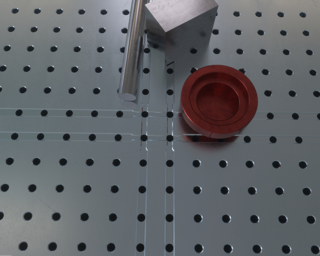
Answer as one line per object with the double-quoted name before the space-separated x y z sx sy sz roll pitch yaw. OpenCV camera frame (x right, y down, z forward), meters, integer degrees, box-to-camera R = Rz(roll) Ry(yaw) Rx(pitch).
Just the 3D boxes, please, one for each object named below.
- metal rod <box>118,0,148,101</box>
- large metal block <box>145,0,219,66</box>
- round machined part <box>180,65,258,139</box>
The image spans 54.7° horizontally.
"metal rod" -0.033 -0.182 0.477 0.025 0.025 0.299 5 70 2
"large metal block" 0.028 -0.145 0.436 0.080 0.080 0.050 -30 73 -10
"round machined part" 0.076 -0.032 0.415 0.099 0.042 0.098 0 70 0
